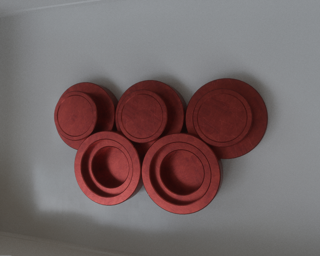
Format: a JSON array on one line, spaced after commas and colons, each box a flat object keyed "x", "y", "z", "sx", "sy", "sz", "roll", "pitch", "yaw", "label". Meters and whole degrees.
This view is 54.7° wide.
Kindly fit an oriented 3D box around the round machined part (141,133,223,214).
[{"x": 0.030, "y": 0.054, "z": 0.389, "sx": 0.098, "sy": 0.042, "sz": 0.097, "roll": 0, "pitch": 90, "yaw": 20, "label": "round machined part"}]

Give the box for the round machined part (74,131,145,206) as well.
[{"x": -0.063, "y": 0.052, "z": 0.422, "sx": 0.098, "sy": 0.042, "sz": 0.097, "roll": 0, "pitch": 90, "yaw": 20, "label": "round machined part"}]

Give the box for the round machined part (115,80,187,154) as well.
[{"x": -0.016, "y": -0.014, "z": 0.405, "sx": 0.098, "sy": 0.042, "sz": 0.097, "roll": 0, "pitch": 89, "yaw": 20, "label": "round machined part"}]

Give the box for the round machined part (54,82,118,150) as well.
[{"x": -0.108, "y": -0.016, "z": 0.437, "sx": 0.098, "sy": 0.042, "sz": 0.097, "roll": 0, "pitch": 89, "yaw": 19, "label": "round machined part"}]

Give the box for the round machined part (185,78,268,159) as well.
[{"x": 0.077, "y": -0.011, "z": 0.371, "sx": 0.098, "sy": 0.042, "sz": 0.097, "roll": 0, "pitch": 89, "yaw": 20, "label": "round machined part"}]
